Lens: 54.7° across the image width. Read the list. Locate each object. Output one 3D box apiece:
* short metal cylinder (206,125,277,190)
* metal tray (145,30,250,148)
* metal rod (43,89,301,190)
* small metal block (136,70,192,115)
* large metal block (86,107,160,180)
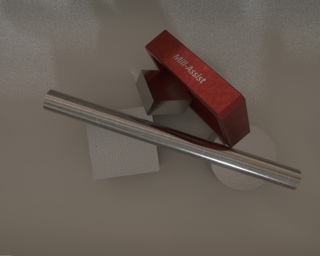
[{"bbox_3d":[0.101,0.035,0.399,0.081,0.050,0.079,0,90,-1],"label":"short metal cylinder"},{"bbox_3d":[0.043,-0.044,0.353,0.030,0.090,0.130,-41,61,-1],"label":"metal tray"},{"bbox_3d":[0.015,0.014,0.359,0.302,0.025,0.025,18,90,-1],"label":"metal rod"},{"bbox_3d":[0.004,-0.044,0.376,0.050,0.025,0.050,-4,54,-27],"label":"small metal block"},{"bbox_3d":[-0.045,0.018,0.397,0.081,0.050,0.080,-8,90,-1],"label":"large metal block"}]
